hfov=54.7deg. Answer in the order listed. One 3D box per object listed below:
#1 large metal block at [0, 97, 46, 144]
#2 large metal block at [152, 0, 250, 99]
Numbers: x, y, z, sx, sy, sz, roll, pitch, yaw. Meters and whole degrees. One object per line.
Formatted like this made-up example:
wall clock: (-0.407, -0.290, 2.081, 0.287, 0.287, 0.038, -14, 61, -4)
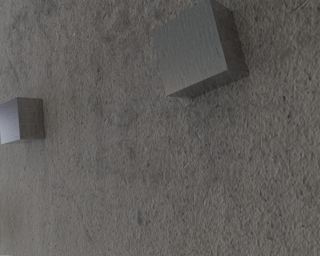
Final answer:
large metal block: (-0.276, -0.013, 0.617, 0.080, 0.050, 0.080, -11, 83, 39)
large metal block: (0.044, -0.085, 0.352, 0.080, 0.050, 0.080, -20, 78, 38)
